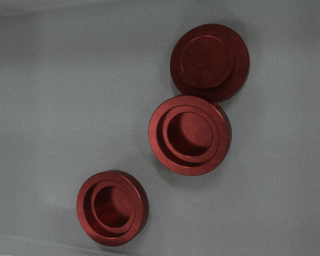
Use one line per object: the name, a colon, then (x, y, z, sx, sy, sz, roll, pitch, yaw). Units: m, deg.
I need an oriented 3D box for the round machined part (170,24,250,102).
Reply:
round machined part: (0.059, -0.080, 0.381, 0.098, 0.042, 0.097, 0, 90, 20)

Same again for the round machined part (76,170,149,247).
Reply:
round machined part: (-0.060, 0.106, 0.423, 0.098, 0.042, 0.097, 0, 90, 20)

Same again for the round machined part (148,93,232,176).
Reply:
round machined part: (0.039, 0.006, 0.380, 0.098, 0.042, 0.097, 6, 106, 21)
